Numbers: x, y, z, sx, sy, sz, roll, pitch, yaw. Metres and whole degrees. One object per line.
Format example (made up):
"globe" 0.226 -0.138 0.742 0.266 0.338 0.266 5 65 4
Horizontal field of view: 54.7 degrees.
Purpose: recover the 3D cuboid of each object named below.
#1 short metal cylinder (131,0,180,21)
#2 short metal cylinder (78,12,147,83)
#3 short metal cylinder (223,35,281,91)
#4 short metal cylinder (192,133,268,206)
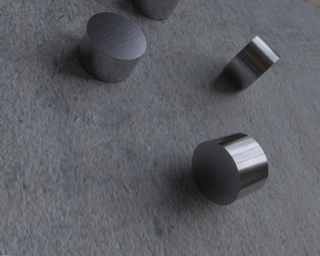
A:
"short metal cylinder" -0.005 -0.232 0.528 0.081 0.050 0.080 14 56 -21
"short metal cylinder" -0.065 -0.109 0.420 0.081 0.050 0.080 14 56 -21
"short metal cylinder" 0.153 -0.108 0.519 0.050 0.080 0.080 47 51 4
"short metal cylinder" 0.085 0.050 0.386 0.050 0.080 0.080 -13 69 -34
